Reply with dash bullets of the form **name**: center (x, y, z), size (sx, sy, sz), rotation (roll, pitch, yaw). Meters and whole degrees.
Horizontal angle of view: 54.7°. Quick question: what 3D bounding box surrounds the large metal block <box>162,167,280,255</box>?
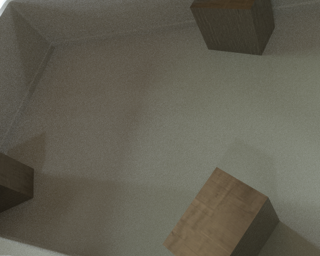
- **large metal block**: center (0.060, 0.094, 0.281), size (0.050, 0.080, 0.080), rotation (30, 78, 37)

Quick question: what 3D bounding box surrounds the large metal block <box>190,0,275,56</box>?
- **large metal block**: center (0.098, -0.145, 0.408), size (0.080, 0.080, 0.050), rotation (17, 71, 34)

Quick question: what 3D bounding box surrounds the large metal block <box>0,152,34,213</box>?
- **large metal block**: center (-0.243, 0.081, 0.446), size (0.080, 0.080, 0.050), rotation (-25, 53, 12)
